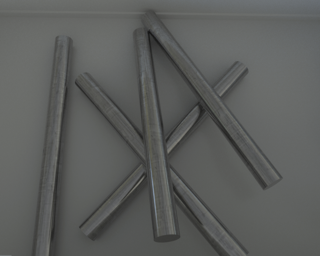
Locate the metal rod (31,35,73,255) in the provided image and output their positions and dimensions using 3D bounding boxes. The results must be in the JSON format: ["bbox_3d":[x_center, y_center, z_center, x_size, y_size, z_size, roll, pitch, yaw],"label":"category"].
[{"bbox_3d":[-0.137,0.012,0.404,0.025,0.025,0.299,-1,70,-1],"label":"metal rod"}]

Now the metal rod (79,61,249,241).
[{"bbox_3d":[0.015,0.019,0.402,0.025,0.025,0.301,40,75,13],"label":"metal rod"}]

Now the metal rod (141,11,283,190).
[{"bbox_3d":[0.053,-0.053,0.404,0.025,0.025,0.299,-27,63,-9],"label":"metal rod"}]

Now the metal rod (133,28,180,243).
[{"bbox_3d":[-0.011,-0.018,0.375,0.025,0.025,0.299,-6,55,-2],"label":"metal rod"}]

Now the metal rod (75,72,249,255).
[{"bbox_3d":[-0.014,0.033,0.370,0.025,0.025,0.300,-37,65,-12],"label":"metal rod"}]
